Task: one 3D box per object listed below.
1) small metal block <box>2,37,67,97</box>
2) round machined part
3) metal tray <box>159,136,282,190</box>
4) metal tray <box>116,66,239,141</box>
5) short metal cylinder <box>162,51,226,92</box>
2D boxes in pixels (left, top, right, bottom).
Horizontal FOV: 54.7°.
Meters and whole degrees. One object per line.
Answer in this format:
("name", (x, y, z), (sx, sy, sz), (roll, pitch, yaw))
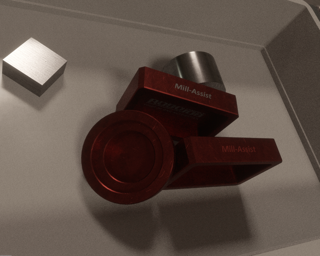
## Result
("small metal block", (-0.149, -0.073, 0.371), (0.050, 0.025, 0.050), (34, 51, -7))
("round machined part", (-0.031, 0.032, 0.339), (0.098, 0.042, 0.097), (-1, 81, 9))
("metal tray", (0.068, 0.044, 0.375), (0.131, 0.090, 0.030), (2, 61, -28))
("metal tray", (0.019, -0.021, 0.388), (0.131, 0.090, 0.030), (14, 56, -21))
("short metal cylinder", (0.046, -0.062, 0.435), (0.081, 0.080, 0.050), (0, 62, -29))
